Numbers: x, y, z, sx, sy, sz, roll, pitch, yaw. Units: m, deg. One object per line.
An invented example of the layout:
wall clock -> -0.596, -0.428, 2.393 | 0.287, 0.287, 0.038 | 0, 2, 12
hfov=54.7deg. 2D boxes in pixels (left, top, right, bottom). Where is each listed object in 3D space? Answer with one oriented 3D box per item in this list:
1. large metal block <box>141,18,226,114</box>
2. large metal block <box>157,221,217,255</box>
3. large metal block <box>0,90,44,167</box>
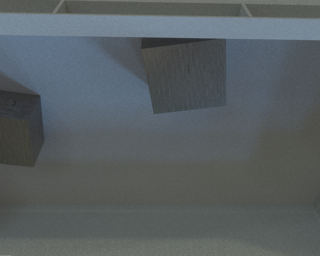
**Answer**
large metal block -> 0.027, -0.066, 0.337 | 0.080, 0.050, 0.080 | -6, 130, 5
large metal block -> 0.051, 0.232, 0.594 | 0.080, 0.050, 0.080 | -37, 122, 27
large metal block -> -0.197, 0.000, 0.390 | 0.081, 0.050, 0.079 | 7, 130, -7
